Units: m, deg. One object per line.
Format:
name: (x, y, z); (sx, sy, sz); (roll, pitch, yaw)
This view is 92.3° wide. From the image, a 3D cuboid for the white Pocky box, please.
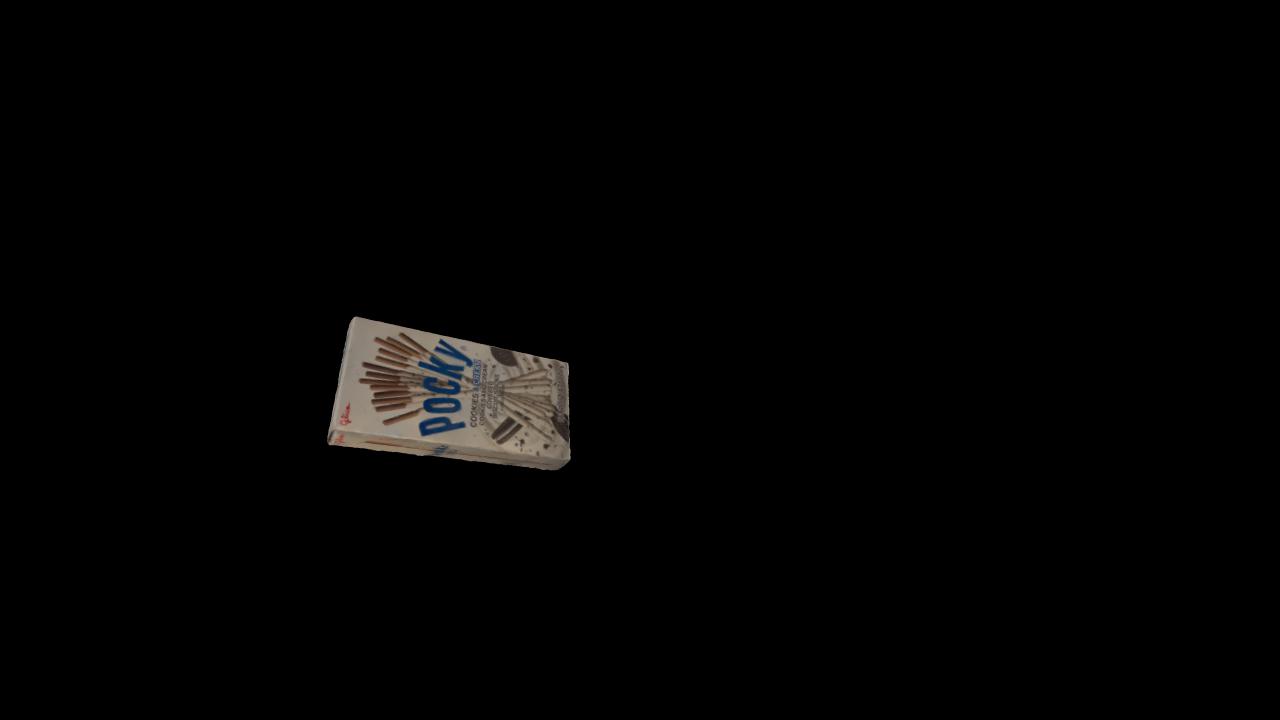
white Pocky box: (-0.122, 0.026, 0.421); (0.154, 0.084, 0.028); (13, -35, -28)
